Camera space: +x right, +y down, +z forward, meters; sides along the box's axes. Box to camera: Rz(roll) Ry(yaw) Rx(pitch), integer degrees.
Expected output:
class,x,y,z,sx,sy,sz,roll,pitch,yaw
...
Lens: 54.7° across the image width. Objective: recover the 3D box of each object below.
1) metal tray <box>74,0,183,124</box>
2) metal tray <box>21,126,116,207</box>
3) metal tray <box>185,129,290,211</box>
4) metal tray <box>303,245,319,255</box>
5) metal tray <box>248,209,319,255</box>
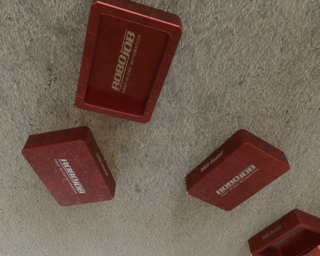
class,x,y,z,sx,sy,sz,roll,pitch,yaw
metal tray,-0.039,-0.070,0.343,0.091,0.030,0.129,13,129,-11
metal tray,-0.128,0.061,0.454,0.090,0.030,0.129,-10,130,8
metal tray,0.112,0.068,0.463,0.090,0.030,0.129,28,125,-22
metal tray,0.319,0.262,0.607,0.091,0.030,0.129,-2,138,-18
metal tray,0.244,0.209,0.584,0.090,0.030,0.129,25,126,-20
